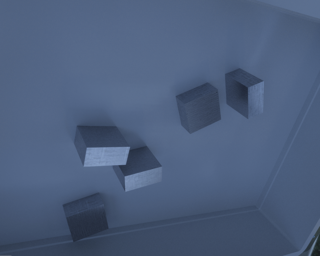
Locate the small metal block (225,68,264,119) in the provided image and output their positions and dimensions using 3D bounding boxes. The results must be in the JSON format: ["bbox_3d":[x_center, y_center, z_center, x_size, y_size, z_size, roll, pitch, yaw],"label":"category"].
[{"bbox_3d":[0.116,-0.048,0.429,0.025,0.050,0.050,-23,127,-15],"label":"small metal block"}]

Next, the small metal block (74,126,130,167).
[{"bbox_3d":[-0.070,0.020,0.368,0.050,0.050,0.025,1,118,-29],"label":"small metal block"}]

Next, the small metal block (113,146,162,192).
[{"bbox_3d":[-0.031,0.053,0.410,0.050,0.050,0.025,-12,124,-22],"label":"small metal block"}]

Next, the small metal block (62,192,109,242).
[{"bbox_3d":[-0.103,0.124,0.430,0.050,0.025,0.050,-16,125,-20],"label":"small metal block"}]

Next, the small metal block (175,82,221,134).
[{"bbox_3d":[0.053,-0.027,0.423,0.050,0.025,0.050,-25,128,-14],"label":"small metal block"}]
